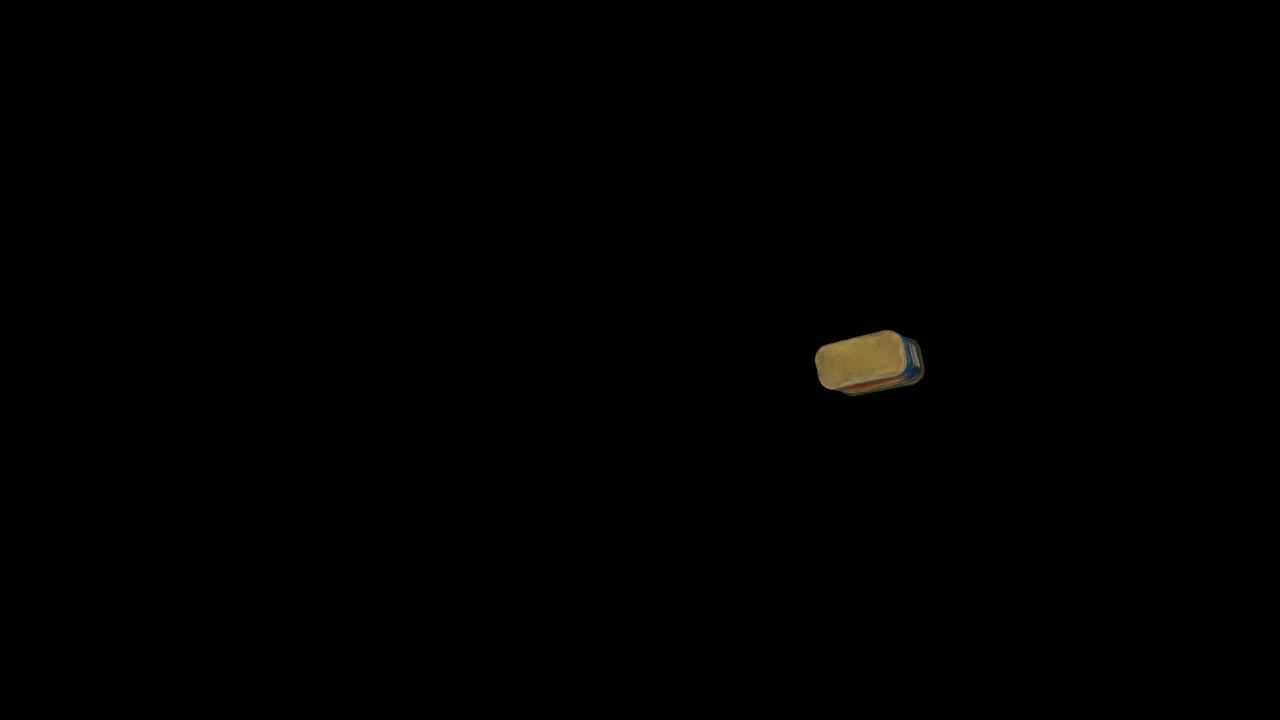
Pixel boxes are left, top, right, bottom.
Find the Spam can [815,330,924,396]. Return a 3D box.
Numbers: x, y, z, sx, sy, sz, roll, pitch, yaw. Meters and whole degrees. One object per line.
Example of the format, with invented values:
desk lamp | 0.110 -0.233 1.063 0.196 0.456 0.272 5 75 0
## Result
Spam can | 0.262 0.004 0.704 0.101 0.058 0.085 -16 -15 32
